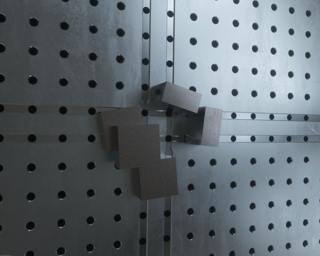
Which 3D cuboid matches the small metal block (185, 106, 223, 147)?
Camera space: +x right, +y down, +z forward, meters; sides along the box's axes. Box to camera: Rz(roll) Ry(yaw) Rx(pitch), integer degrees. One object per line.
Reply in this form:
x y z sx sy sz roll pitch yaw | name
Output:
0.058 -0.001 0.420 0.025 0.050 0.050 8 87 -20 | small metal block

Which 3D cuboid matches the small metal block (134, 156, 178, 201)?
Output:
-0.005 0.065 0.411 0.050 0.025 0.050 -5 92 -20 | small metal block

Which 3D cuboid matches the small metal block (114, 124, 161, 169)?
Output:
-0.028 0.021 0.376 0.050 0.025 0.050 -3 91 -20 | small metal block

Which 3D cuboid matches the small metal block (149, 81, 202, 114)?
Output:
0.019 -0.038 0.406 0.050 0.050 0.025 18 84 -19 | small metal block

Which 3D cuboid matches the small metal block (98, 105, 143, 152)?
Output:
-0.048 0.000 0.395 0.050 0.025 0.050 -11 94 -20 | small metal block
